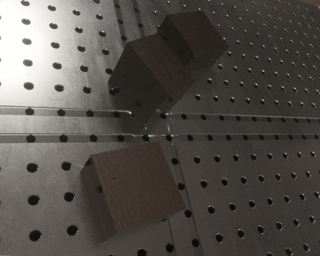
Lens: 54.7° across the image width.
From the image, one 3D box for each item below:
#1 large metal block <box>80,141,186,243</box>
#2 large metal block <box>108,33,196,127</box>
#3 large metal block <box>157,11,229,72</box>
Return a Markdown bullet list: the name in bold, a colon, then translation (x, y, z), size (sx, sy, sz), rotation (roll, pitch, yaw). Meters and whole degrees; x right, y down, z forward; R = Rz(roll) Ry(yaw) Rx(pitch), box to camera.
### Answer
- **large metal block**: translation (-0.031, 0.067, 0.336), size (0.081, 0.050, 0.080), rotation (-10, 67, -33)
- **large metal block**: translation (-0.014, -0.061, 0.404), size (0.050, 0.080, 0.080), rotation (-31, 79, -38)
- **large metal block**: translation (0.051, -0.141, 0.508), size (0.081, 0.050, 0.080), rotation (-21, 73, -36)
